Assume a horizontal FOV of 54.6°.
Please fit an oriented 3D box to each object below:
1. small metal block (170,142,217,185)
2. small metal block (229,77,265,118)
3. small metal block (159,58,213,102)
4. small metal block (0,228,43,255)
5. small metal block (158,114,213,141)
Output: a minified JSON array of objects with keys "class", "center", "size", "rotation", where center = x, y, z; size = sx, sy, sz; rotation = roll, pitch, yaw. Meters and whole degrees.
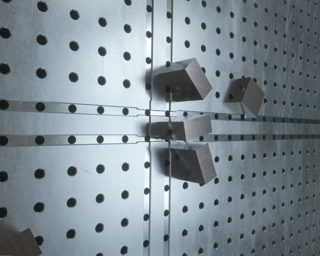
[{"class":"small metal block","center":[0.046,0.047,0.430],"size":[0.025,0.050,0.050],"rotation":[-27,107,-37]},{"class":"small metal block","center":[0.151,-0.052,0.534],"size":[0.050,0.025,0.050],"rotation":[37,67,-34]},{"class":"small metal block","center":[0.035,-0.064,0.421],"size":[0.025,0.050,0.050],"rotation":[-50,120,-28]},{"class":"small metal block","center":[-0.138,0.115,0.273],"size":[0.050,0.050,0.025],"rotation":[-25,82,-37]},{"class":"small metal block","center":[0.034,-0.001,0.420],"size":[0.050,0.050,0.025],"rotation":[-15,100,-39]}]
